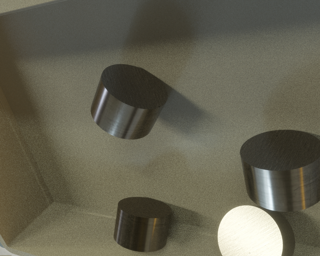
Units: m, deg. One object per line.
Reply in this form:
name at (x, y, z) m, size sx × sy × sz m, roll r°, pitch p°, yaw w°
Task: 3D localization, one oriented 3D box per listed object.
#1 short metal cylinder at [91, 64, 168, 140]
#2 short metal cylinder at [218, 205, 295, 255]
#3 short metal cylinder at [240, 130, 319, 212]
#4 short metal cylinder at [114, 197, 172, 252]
short metal cylinder at (-0.037, -0.032, 0.373) m, size 0.080 × 0.080 × 0.050 m, roll 34°, pitch 129°, yaw 6°
short metal cylinder at (0.120, 0.139, 0.388) m, size 0.080 × 0.050 × 0.080 m, roll -12°, pitch 70°, yaw 35°
short metal cylinder at (0.130, 0.043, 0.331) m, size 0.080 × 0.080 × 0.050 m, roll -2°, pitch 118°, yaw 29°
short metal cylinder at (-0.026, 0.142, 0.466) m, size 0.080 × 0.080 × 0.050 m, roll 11°, pitch 97°, yaw 22°
